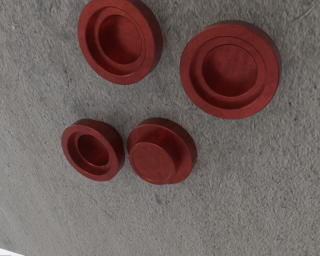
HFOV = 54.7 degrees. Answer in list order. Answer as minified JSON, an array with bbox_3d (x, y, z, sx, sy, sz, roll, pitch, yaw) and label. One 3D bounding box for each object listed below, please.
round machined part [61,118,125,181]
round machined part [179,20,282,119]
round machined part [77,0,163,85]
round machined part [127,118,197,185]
[{"bbox_3d":[-0.094,0.028,0.463,0.098,0.042,0.097,13,124,21],"label":"round machined part"},{"bbox_3d":[0.073,-0.061,0.319,0.098,0.042,0.097,13,124,21],"label":"round machined part"},{"bbox_3d":[-0.041,-0.102,0.354,0.098,0.042,0.097,13,124,21],"label":"round machined part"},{"bbox_3d":[-0.003,0.038,0.421,0.098,0.042,0.097,13,124,21],"label":"round machined part"}]
